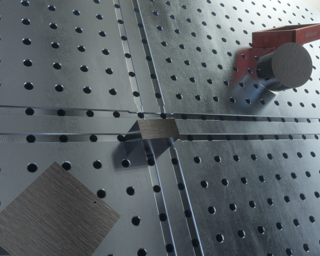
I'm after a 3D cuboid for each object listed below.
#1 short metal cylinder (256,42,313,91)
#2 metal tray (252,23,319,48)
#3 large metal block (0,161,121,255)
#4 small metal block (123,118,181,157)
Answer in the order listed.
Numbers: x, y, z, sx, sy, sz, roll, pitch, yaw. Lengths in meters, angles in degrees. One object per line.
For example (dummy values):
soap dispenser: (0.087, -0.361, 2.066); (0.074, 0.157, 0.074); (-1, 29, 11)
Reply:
short metal cylinder: (0.224, -0.109, 0.561); (0.081, 0.050, 0.079); (0, 89, -13)
metal tray: (0.260, -0.187, 0.625); (0.131, 0.090, 0.030); (-22, 114, -36)
large metal block: (-0.098, 0.092, 0.284); (0.080, 0.050, 0.080); (40, 51, -1)
small metal block: (-0.011, 0.012, 0.380); (0.050, 0.050, 0.025); (-3, 64, -30)
